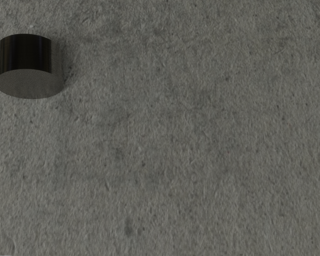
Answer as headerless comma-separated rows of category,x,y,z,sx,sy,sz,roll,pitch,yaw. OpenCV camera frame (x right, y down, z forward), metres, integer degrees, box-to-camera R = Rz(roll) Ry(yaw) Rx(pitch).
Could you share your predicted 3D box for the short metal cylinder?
short metal cylinder,-0.170,-0.078,0.405,0.081,0.080,0.050,-8,71,-3
